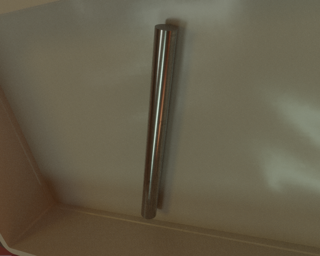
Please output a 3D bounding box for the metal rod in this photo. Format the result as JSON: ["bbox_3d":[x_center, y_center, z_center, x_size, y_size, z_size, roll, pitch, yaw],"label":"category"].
[{"bbox_3d":[-0.006,0.014,0.418,0.025,0.025,0.298,18,126,18],"label":"metal rod"}]
